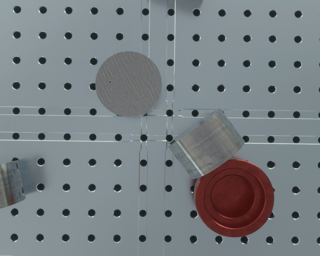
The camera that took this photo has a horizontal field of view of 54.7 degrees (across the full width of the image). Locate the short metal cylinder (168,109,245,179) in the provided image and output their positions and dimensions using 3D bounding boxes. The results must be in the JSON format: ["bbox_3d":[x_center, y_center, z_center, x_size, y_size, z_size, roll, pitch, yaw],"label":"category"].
[{"bbox_3d":[0.057,0.019,0.386,0.080,0.080,0.050,-36,90,0],"label":"short metal cylinder"}]

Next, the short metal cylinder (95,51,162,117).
[{"bbox_3d":[-0.038,-0.053,0.400,0.081,0.050,0.079,0,90,0],"label":"short metal cylinder"}]

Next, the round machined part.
[{"bbox_3d":[0.093,0.088,0.406,0.099,0.042,0.097,0,90,0],"label":"round machined part"}]

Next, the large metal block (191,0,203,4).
[{"bbox_3d":[0.031,-0.221,0.401,0.080,0.050,0.080,17,90,0],"label":"large metal block"}]

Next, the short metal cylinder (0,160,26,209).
[{"bbox_3d":[-0.214,0.073,0.384,0.080,0.080,0.050,-11,90,0],"label":"short metal cylinder"}]
